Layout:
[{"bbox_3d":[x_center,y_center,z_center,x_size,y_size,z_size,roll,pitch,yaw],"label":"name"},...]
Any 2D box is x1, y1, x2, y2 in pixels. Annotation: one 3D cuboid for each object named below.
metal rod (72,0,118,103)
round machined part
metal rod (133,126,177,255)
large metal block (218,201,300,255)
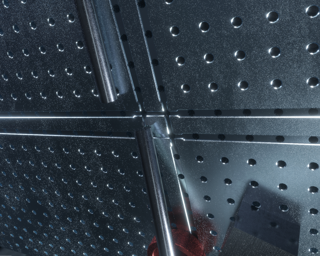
[{"bbox_3d":[-0.094,-0.170,0.355,0.025,0.025,0.298,4,121,26],"label":"metal rod"},{"bbox_3d":[0.032,0.207,0.511,0.098,0.042,0.097,13,124,21],"label":"round machined part"},{"bbox_3d":[0.003,0.144,0.455,0.025,0.025,0.298,-4,103,30],"label":"metal rod"},{"bbox_3d":[0.133,0.159,0.423,0.080,0.050,0.079,22,127,14],"label":"large metal block"}]
